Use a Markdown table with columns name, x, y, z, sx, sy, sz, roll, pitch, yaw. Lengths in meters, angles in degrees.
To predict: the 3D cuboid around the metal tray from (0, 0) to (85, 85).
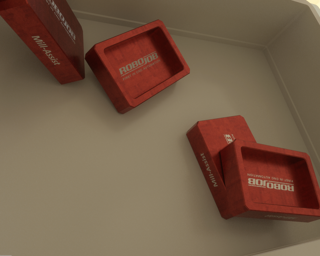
| name | x | y | z | sx | sy | sz | roll | pitch | yaw |
| --- | --- | --- | --- | --- | --- | --- | --- | --- | --- |
| metal tray | -0.126 | -0.121 | 0.349 | 0.030 | 0.130 | 0.090 | -13 | 63 | 6 |

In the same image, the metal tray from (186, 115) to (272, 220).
| name | x | y | z | sx | sy | sz | roll | pitch | yaw |
| --- | --- | --- | --- | --- | --- | --- | --- | --- | --- |
| metal tray | 0.102 | 0.049 | 0.427 | 0.091 | 0.030 | 0.130 | -9 | 66 | -32 |

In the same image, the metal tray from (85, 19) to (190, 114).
| name | x | y | z | sx | sy | sz | roll | pitch | yaw |
| --- | --- | --- | --- | --- | --- | --- | --- | --- | --- |
| metal tray | -0.025 | -0.088 | 0.426 | 0.131 | 0.030 | 0.090 | -37 | 99 | -38 |

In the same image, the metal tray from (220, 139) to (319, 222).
| name | x | y | z | sx | sy | sz | roll | pitch | yaw |
| --- | --- | --- | --- | --- | --- | --- | --- | --- | --- |
| metal tray | 0.145 | 0.069 | 0.398 | 0.131 | 0.030 | 0.090 | 11 | 57 | -22 |
